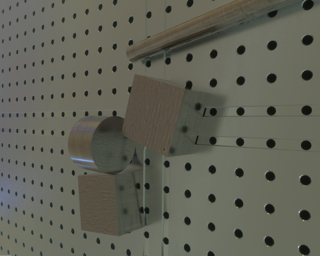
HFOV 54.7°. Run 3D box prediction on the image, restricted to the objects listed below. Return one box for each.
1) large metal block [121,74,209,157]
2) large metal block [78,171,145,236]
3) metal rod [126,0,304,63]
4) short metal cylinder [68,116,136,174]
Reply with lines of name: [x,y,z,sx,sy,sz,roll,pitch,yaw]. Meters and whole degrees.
large metal block: [0.004,-0.017,0.388,0.080,0.050,0.079,23,104,37]
large metal block: [-0.072,0.106,0.450,0.080,0.050,0.080,-8,85,39]
metal rod: [0.076,-0.125,0.345,0.300,0.025,0.025,-10,84,39]
short metal cylinder: [-0.081,0.022,0.438,0.050,0.081,0.079,3,92,40]
